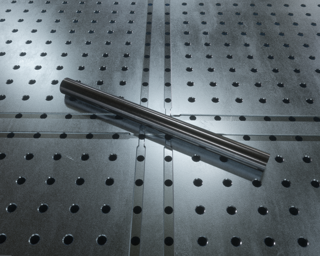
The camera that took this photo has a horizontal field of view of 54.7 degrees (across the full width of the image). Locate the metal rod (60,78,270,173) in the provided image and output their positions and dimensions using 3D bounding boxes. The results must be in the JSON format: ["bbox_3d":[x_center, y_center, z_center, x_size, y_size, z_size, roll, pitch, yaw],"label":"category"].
[{"bbox_3d":[-0.006,-0.010,0.416,0.301,0.025,0.025,21,53,16],"label":"metal rod"}]
